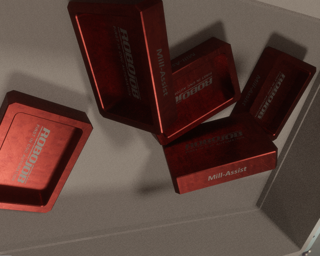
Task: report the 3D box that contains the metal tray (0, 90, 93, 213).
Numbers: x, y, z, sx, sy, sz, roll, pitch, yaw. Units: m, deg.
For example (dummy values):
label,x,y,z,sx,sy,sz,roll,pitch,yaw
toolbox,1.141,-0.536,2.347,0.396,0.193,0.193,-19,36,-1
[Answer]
label,x,y,z,sx,sy,sz,roll,pitch,yaw
metal tray,-0.144,0.032,0.346,0.091,0.030,0.129,19,108,-36

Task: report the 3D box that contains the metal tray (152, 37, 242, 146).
label,x,y,z,sx,sy,sz,roll,pitch,yaw
metal tray,0.037,-0.046,0.398,0.131,0.030,0.090,-31,129,-9

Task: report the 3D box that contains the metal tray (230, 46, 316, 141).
label,x,y,z,sx,sy,sz,roll,pitch,yaw
metal tray,0.169,-0.047,0.470,0.091,0.030,0.129,10,113,-33

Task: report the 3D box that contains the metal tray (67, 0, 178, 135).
label,x,y,z,sx,sy,sz,roll,pitch,yaw
metal tray,-0.034,-0.062,0.308,0.030,0.090,0.129,-43,137,-38

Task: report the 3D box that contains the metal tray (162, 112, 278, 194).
label,x,y,z,sx,sy,sz,roll,pitch,yaw
metal tray,0.072,0.029,0.405,0.131,0.090,0.030,-15,126,-2
